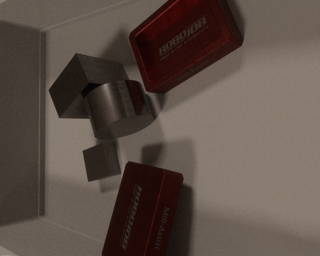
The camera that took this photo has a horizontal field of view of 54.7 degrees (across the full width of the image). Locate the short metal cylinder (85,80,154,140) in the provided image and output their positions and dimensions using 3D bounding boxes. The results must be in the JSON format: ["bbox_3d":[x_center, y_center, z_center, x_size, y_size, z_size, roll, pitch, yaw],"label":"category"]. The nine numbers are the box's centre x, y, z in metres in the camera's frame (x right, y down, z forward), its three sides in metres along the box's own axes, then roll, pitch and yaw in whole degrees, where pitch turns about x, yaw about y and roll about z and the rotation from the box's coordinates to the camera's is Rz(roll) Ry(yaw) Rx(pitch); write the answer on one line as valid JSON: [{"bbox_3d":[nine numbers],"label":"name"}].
[{"bbox_3d":[-0.054,-0.023,0.414,0.080,0.081,0.050,-30,72,36],"label":"short metal cylinder"}]

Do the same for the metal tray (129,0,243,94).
[{"bbox_3d":[0.025,-0.110,0.380,0.130,0.030,0.090,-28,73,36],"label":"metal tray"}]

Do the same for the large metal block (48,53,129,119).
[{"bbox_3d":[-0.100,-0.056,0.451,0.080,0.081,0.050,-41,66,32],"label":"large metal block"}]

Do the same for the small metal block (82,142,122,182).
[{"bbox_3d":[-0.090,0.053,0.479,0.050,0.025,0.050,-21,77,37],"label":"small metal block"}]

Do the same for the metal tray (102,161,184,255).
[{"bbox_3d":[-0.024,0.112,0.385,0.090,0.030,0.129,2,75,54],"label":"metal tray"}]
